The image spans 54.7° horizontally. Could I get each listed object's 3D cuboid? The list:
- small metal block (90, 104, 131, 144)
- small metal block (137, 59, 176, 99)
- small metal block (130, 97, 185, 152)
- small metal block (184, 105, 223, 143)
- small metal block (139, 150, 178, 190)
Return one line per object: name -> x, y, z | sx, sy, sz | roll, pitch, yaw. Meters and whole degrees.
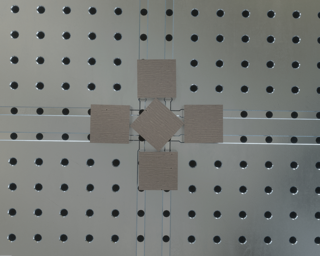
small metal block -> -0.065, -0.005, 0.412 | 0.050, 0.025, 0.050 | 1, 90, -1
small metal block -> -0.004, -0.064, 0.413 | 0.050, 0.025, 0.050 | -1, 90, -1
small metal block -> -0.004, -0.005, 0.413 | 0.050, 0.025, 0.050 | 42, 90, -1
small metal block -> 0.057, -0.005, 0.414 | 0.050, 0.025, 0.050 | 0, 90, -1
small metal block -> -0.002, 0.056, 0.413 | 0.050, 0.025, 0.050 | 0, 90, -1
